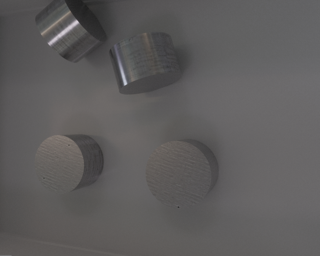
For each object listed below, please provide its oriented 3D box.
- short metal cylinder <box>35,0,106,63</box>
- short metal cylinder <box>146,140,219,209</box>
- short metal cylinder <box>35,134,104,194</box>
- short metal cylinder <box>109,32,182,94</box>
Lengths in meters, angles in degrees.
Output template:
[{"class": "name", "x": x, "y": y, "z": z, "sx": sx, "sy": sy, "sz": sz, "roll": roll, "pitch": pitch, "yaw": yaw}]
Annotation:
[{"class": "short metal cylinder", "x": -0.120, "y": -0.137, "z": 0.424, "sx": 0.050, "sy": 0.080, "sz": 0.080, "roll": -32, "pitch": 80, "yaw": 17}, {"class": "short metal cylinder", "x": 0.029, "y": 0.055, "z": 0.387, "sx": 0.080, "sy": 0.050, "sz": 0.080, "roll": 0, "pitch": 90, "yaw": 20}, {"class": "short metal cylinder", "x": -0.129, "y": 0.049, "z": 0.443, "sx": 0.080, "sy": 0.050, "sz": 0.080, "roll": 0, "pitch": 90, "yaw": 20}, {"class": "short metal cylinder", "x": -0.018, "y": -0.078, "z": 0.388, "sx": 0.080, "sy": 0.080, "sz": 0.050, "roll": -17, "pitch": 85, "yaw": 19}]
